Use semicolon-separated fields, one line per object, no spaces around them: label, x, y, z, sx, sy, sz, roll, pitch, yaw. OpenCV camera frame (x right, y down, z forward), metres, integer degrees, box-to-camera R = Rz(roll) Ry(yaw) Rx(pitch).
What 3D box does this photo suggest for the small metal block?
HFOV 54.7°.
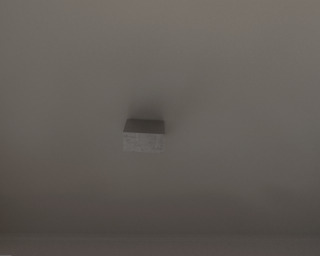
small metal block;-0.020;0.009;0.397;0.050;0.050;0.025;3;110;-2
